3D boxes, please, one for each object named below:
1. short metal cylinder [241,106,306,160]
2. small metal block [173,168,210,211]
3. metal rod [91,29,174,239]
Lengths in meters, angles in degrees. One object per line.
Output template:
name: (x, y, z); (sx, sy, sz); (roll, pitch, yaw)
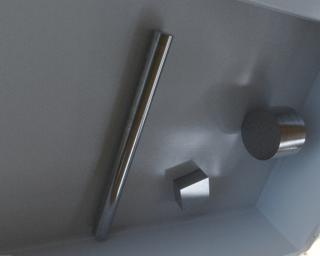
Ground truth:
short metal cylinder: (0.171, 0.007, 0.474); (0.050, 0.080, 0.079); (-5, 121, -26)
small metal block: (0.051, 0.100, 0.501); (0.050, 0.025, 0.050); (-20, 127, -17)
metal rod: (-0.042, 0.024, 0.401); (0.025, 0.025, 0.298); (5, 116, -31)
